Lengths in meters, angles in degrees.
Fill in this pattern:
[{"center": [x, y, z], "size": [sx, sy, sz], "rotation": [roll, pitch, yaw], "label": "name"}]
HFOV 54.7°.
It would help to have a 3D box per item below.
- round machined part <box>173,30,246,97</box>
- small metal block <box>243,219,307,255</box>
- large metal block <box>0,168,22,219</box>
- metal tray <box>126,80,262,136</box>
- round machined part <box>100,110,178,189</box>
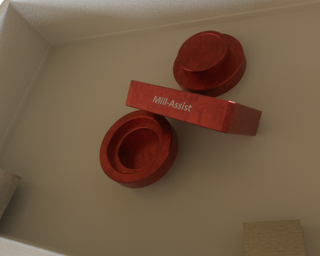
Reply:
[{"center": [0.063, -0.092, 0.417], "size": [0.098, 0.042, 0.098], "rotation": [-13, 56, 20], "label": "round machined part"}, {"center": [0.105, 0.113, 0.281], "size": [0.050, 0.025, 0.050], "rotation": [-11, 57, 22], "label": "small metal block"}, {"center": [-0.256, 0.097, 0.446], "size": [0.080, 0.050, 0.080], "rotation": [-7, 56, 46], "label": "large metal block"}, {"center": [0.038, -0.023, 0.354], "size": [0.130, 0.091, 0.030], "rotation": [17, 97, 34], "label": "metal tray"}, {"center": [-0.023, 0.029, 0.388], "size": [0.098, 0.042, 0.098], "rotation": [-13, 56, 20], "label": "round machined part"}]
